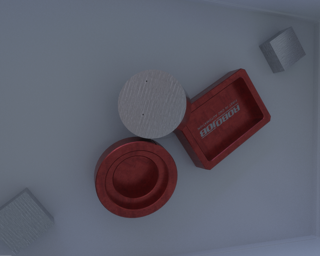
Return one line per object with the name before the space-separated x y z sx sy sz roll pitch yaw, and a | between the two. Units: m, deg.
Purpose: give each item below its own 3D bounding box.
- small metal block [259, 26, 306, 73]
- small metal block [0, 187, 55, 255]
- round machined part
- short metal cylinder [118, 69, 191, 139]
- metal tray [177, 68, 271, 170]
small metal block | 0.191 -0.121 0.483 0.050 0.025 0.050 -36 102 -17
small metal block | -0.158 0.105 0.353 0.050 0.025 0.050 -39 103 -16
round machined part | -0.031 0.057 0.383 0.099 0.042 0.097 -4 106 -16
short metal cylinder | -0.005 -0.026 0.378 0.080 0.050 0.080 -1 87 12
metal tray | 0.086 -0.014 0.441 0.131 0.030 0.090 -36 102 -17
